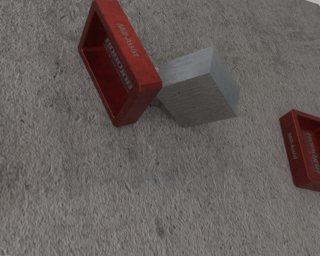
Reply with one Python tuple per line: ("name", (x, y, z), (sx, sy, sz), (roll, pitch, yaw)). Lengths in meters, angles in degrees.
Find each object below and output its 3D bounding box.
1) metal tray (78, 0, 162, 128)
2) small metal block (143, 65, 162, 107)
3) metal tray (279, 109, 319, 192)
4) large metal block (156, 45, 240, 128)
("metal tray", (-0.054, -0.078, 0.379), (0.030, 0.090, 0.130), (-16, 70, -34))
("small metal block", (-0.021, -0.059, 0.429), (0.050, 0.025, 0.050), (6, 59, -25))
("metal tray", (0.254, 0.038, 0.513), (0.091, 0.030, 0.130), (14, 56, -21))
("large metal block", (0.049, -0.050, 0.406), (0.080, 0.080, 0.050), (48, 43, -37))
